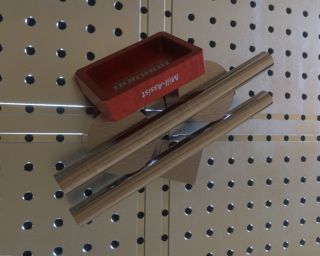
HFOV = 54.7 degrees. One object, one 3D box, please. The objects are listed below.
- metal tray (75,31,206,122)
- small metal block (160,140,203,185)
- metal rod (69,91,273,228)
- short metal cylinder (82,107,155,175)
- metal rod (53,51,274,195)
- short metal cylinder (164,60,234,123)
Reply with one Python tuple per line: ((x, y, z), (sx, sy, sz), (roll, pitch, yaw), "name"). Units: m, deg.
((-0.023, -0.067, 0.369), (0.131, 0.090, 0.030), (-30, 132, -18), "metal tray")
((0.026, 0.047, 0.422), (0.050, 0.025, 0.050), (16, 85, -20), "small metal block")
((0.028, 0.030, 0.396), (0.302, 0.025, 0.025), (-30, 100, -18), "metal rod")
((-0.052, 0.014, 0.381), (0.081, 0.050, 0.079), (0, 90, -21), "short metal cylinder")
((0.019, -0.016, 0.366), (0.302, 0.025, 0.025), (-31, 101, -18), "metal rod")
((0.052, -0.047, 0.420), (0.081, 0.050, 0.079), (0, 90, -21), "short metal cylinder")
